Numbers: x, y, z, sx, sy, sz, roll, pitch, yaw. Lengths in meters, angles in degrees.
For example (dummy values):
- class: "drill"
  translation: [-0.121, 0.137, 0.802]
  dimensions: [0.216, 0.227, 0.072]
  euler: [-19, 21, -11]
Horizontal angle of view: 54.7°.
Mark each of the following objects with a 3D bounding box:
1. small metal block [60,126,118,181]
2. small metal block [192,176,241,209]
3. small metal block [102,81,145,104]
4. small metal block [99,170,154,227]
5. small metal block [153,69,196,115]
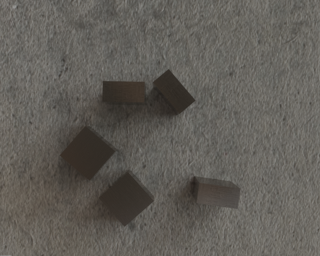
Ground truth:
- class: "small metal block"
  translation: [-0.093, 0.032, 0.409]
  dimensions: [0.050, 0.025, 0.050]
  euler: [41, 90, -1]
- class: "small metal block"
  translation: [0.071, 0.082, 0.399]
  dimensions: [0.050, 0.050, 0.025]
  euler: [8, 90, -1]
- class: "small metal block"
  translation: [-0.044, -0.044, 0.397]
  dimensions: [0.050, 0.050, 0.025]
  euler: [1, 90, -1]
- class: "small metal block"
  translation: [-0.043, 0.092, 0.410]
  dimensions: [0.050, 0.025, 0.050]
  euler: [-41, 91, 0]
- class: "small metal block"
  translation: [0.017, -0.044, 0.398]
  dimensions: [0.025, 0.050, 0.050]
  euler: [-40, 91, 0]
